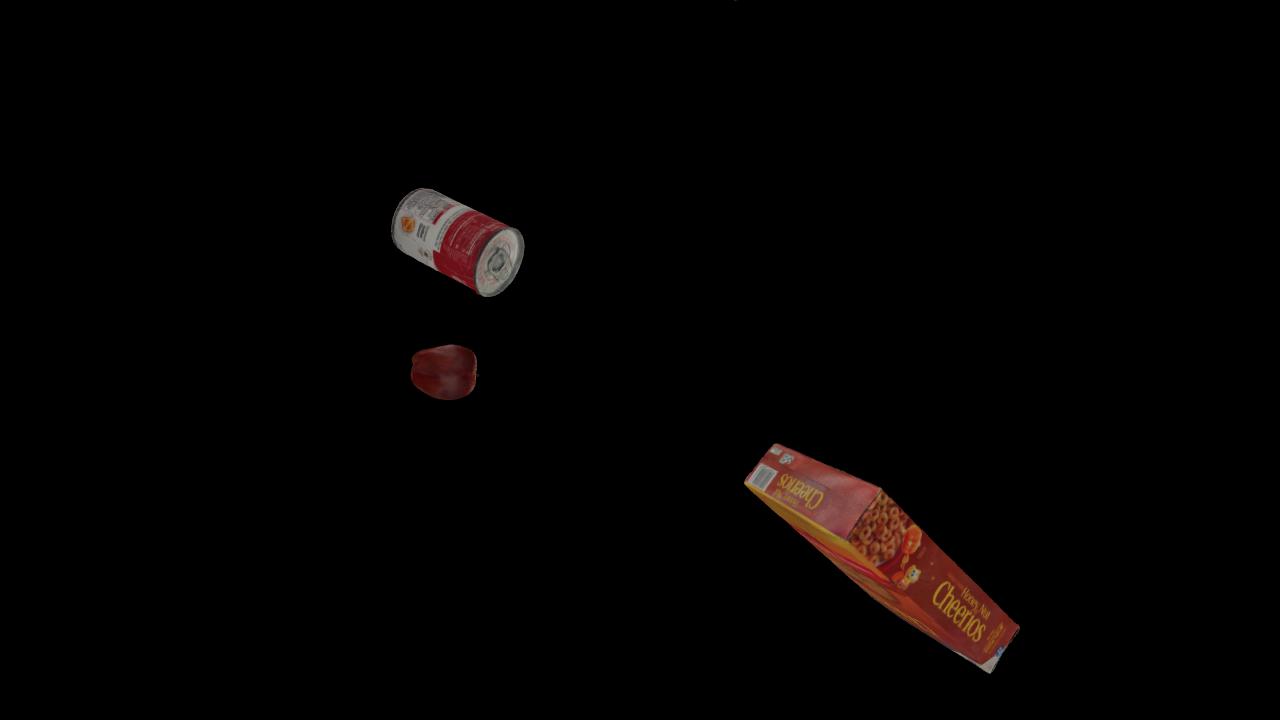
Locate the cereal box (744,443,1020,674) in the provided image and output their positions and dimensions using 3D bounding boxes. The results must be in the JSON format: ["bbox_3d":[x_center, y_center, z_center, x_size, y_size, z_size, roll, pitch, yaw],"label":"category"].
[{"bbox_3d":[0.294,0.241,0.767,0.306,0.081,0.203,43,-9,-21],"label":"cereal box"}]

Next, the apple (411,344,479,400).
[{"bbox_3d":[-0.273,0.017,0.867,0.093,0.079,0.079,5,-2,-24],"label":"apple"}]

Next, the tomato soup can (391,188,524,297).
[{"bbox_3d":[-0.167,-0.109,0.563,0.101,0.068,0.068,27,8,15],"label":"tomato soup can"}]
